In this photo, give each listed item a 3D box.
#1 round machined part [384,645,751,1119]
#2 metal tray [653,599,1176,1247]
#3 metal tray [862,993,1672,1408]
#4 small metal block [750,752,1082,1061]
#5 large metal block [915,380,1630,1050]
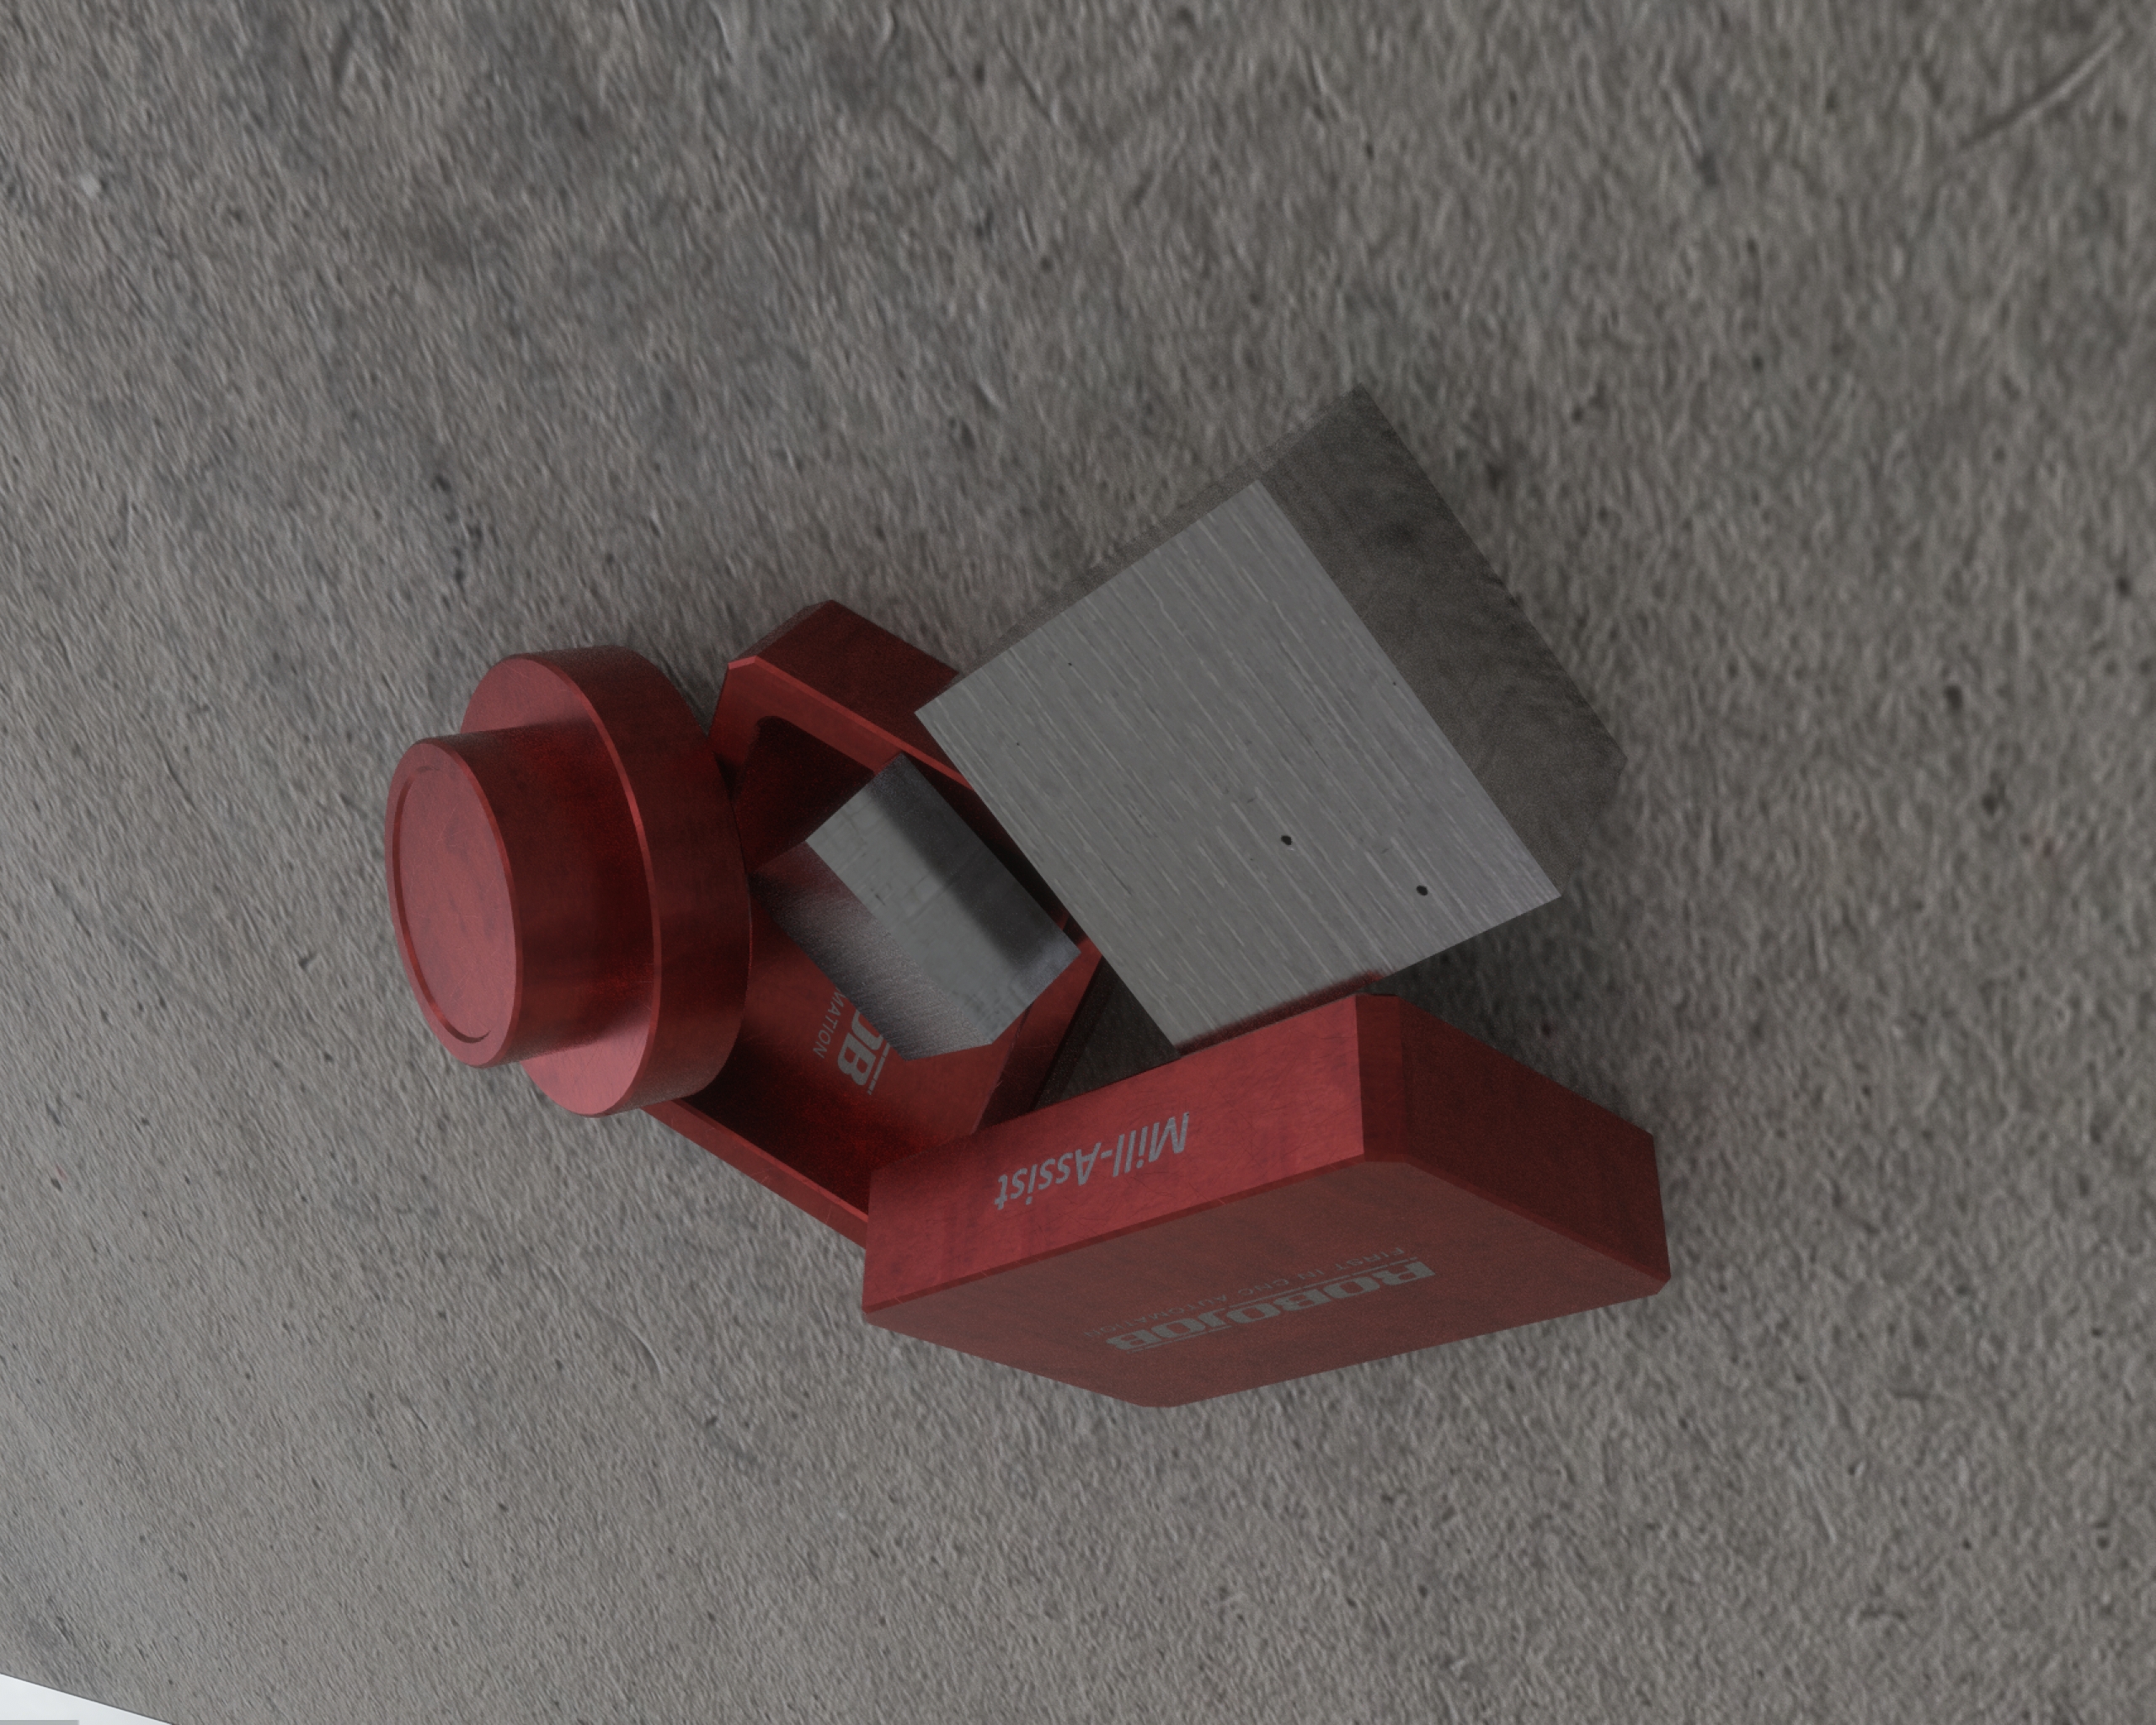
[{"bbox_3d":[-0.111,0.006,0.432,0.098,0.042,0.097,17,112,49],"label":"round machined part"},{"bbox_3d":[-0.041,0.021,0.439,0.090,0.030,0.129,30,128,8],"label":"metal tray"},{"bbox_3d":[0.033,0.070,0.401,0.130,0.030,0.090,-25,141,37],"label":"metal tray"},{"bbox_3d":[-0.034,0.010,0.403,0.050,0.025,0.050,48,157,-9],"label":"small metal block"},{"bbox_3d":[0.034,-0.022,0.361,0.080,0.050,0.080,-30,102,38],"label":"large metal block"}]
